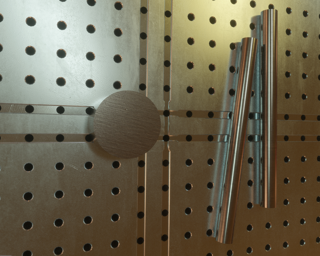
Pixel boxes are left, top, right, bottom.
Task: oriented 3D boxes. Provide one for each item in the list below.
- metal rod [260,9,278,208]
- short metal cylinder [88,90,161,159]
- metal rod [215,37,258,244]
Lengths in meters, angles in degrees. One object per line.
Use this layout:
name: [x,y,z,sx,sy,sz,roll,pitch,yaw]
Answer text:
metal rod: [0.167,-0.029,0.476,0.025,0.025,0.298,0,90,-20]
short metal cylinder: [-0.045,-0.004,0.383,0.081,0.050,0.079,0,90,-21]
metal rod: [0.114,0.016,0.456,0.025,0.025,0.298,9,87,-20]
